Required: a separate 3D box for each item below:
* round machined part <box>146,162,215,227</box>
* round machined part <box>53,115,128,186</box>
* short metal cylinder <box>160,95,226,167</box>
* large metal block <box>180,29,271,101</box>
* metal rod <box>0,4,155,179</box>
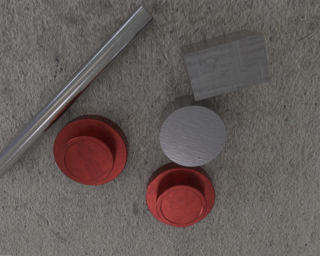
[{"bbox_3d":[0.029,0.100,0.438,0.099,0.042,0.097,0,110,0],"label":"round machined part"},{"bbox_3d":[-0.093,0.035,0.413,0.099,0.042,0.097,0,110,0],"label":"round machined part"},{"bbox_3d":[0.040,0.003,0.398,0.081,0.050,0.079,0,110,0],"label":"short metal cylinder"},{"bbox_3d":[0.070,-0.075,0.353,0.080,0.080,0.050,-15,110,5],"label":"large metal block"},{"bbox_3d":[-0.122,-0.037,0.394,0.299,0.025,0.025,-42,105,14],"label":"metal rod"}]
